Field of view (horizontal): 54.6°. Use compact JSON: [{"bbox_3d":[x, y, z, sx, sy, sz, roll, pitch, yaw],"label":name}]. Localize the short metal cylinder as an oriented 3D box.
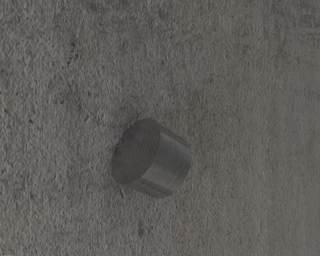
[{"bbox_3d":[-0.011,0.035,0.359,0.050,0.080,0.080,33,70,-35],"label":"short metal cylinder"}]
